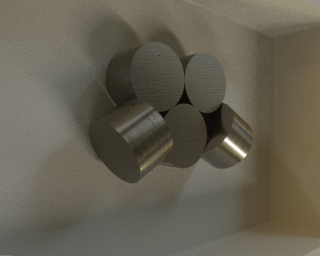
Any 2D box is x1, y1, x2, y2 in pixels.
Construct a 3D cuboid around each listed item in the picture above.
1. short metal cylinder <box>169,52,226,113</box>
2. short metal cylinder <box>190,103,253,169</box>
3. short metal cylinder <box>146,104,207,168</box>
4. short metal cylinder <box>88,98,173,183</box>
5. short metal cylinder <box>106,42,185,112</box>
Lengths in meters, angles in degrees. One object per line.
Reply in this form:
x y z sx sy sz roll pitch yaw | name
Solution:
0.045 -0.060 0.426 0.081 0.050 0.080 0 90 -40 | short metal cylinder
0.082 0.011 0.437 0.050 0.080 0.080 37 68 -34 | short metal cylinder
0.015 0.010 0.401 0.081 0.050 0.080 0 90 -40 | short metal cylinder
-0.033 0.014 0.341 0.050 0.080 0.080 -38 113 -34 | short metal cylinder
-0.017 -0.059 0.374 0.081 0.050 0.080 0 90 -40 | short metal cylinder
